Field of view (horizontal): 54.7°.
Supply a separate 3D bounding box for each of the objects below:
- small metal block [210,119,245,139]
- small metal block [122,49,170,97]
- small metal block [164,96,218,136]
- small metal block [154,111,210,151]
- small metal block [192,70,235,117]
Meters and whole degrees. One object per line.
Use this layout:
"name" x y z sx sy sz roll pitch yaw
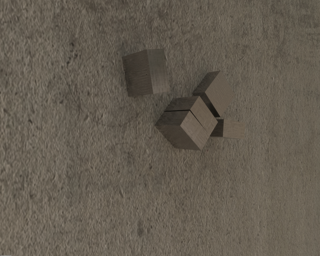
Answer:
"small metal block" 0.091 0.002 0.464 0.050 0.050 0.025 6 86 -40
"small metal block" -0.018 -0.065 0.373 0.025 0.050 0.050 -14 99 -39
"small metal block" 0.042 -0.016 0.423 0.050 0.050 0.025 50 61 -29
"small metal block" 0.029 0.004 0.413 0.050 0.050 0.025 48 62 -30
"small metal block" 0.083 -0.051 0.474 0.050 0.025 0.050 -53 121 -27
